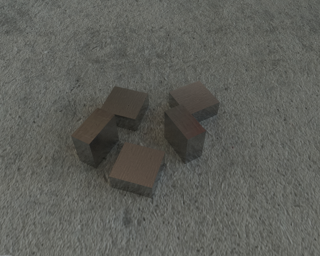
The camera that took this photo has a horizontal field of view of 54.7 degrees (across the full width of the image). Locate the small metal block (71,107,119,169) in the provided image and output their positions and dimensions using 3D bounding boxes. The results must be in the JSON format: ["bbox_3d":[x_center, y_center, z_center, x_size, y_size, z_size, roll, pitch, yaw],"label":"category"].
[{"bbox_3d":[-0.077,0.012,0.376,0.025,0.050,0.050,23,54,18],"label":"small metal block"}]

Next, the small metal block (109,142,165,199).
[{"bbox_3d":[-0.025,0.048,0.362,0.050,0.025,0.050,13,51,11],"label":"small metal block"}]

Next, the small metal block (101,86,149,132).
[{"bbox_3d":[-0.048,-0.027,0.426,0.050,0.025,0.050,14,51,11],"label":"small metal block"}]

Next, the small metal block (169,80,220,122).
[{"bbox_3d":[0.047,-0.034,0.432,0.050,0.025,0.050,-23,54,-18],"label":"small metal block"}]

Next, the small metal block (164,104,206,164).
[{"bbox_3d":[0.029,0.007,0.381,0.025,0.050,0.050,-24,54,-19],"label":"small metal block"}]
